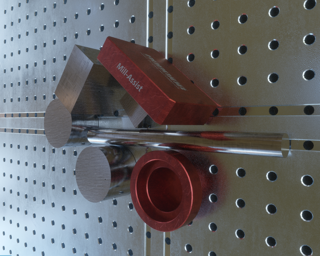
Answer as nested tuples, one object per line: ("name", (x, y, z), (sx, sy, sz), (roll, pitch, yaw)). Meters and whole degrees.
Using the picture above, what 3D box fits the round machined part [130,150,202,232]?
("round machined part", (0.012, 0.075, 0.389), (0.098, 0.042, 0.097), (0, 90, 40))

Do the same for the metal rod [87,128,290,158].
("metal rod", (0.009, 0.015, 0.402), (0.300, 0.025, 0.025), (1, 91, 40))

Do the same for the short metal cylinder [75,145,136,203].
("short metal cylinder", (-0.080, 0.066, 0.459), (0.080, 0.050, 0.080), (0, 90, 40))

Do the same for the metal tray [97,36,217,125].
("metal tray", (-0.004, -0.056, 0.370), (0.130, 0.091, 0.030), (48, 119, 29))

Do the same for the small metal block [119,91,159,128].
("small metal block", (-0.023, -0.035, 0.429), (0.050, 0.025, 0.050), (-46, 63, 30))

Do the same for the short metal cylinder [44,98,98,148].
("short metal cylinder", (-0.149, -0.008, 0.515), (0.080, 0.050, 0.080), (0, 90, 40))

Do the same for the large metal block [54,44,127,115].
("large metal block", (-0.093, -0.066, 0.451), (0.050, 0.081, 0.080), (46, 117, 29))
